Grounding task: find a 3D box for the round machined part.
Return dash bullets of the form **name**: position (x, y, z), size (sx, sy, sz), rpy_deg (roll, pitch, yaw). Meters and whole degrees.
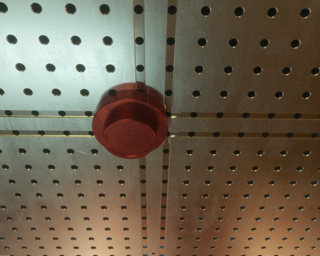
- **round machined part**: position (-0.039, 0.003, 0.402), size (0.099, 0.042, 0.097), rpy_deg (-1, 130, 0)
